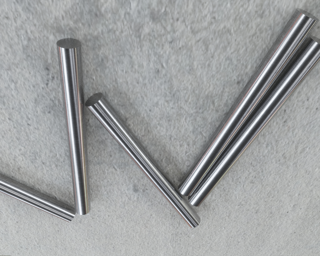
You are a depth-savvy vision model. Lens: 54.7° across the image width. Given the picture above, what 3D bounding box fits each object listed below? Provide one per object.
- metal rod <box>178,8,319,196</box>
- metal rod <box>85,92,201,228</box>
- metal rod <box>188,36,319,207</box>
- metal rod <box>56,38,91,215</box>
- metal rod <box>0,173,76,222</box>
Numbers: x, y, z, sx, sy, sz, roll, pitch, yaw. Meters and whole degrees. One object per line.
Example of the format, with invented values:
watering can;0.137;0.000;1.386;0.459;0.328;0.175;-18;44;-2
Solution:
metal rod;0.095;-0.008;0.401;0.025;0.025;0.298;16;128;-14
metal rod;-0.010;0.065;0.462;0.025;0.025;0.300;-22;127;17
metal rod;0.114;0.013;0.420;0.025;0.025;0.298;17;128;-15
metal rod;-0.113;0.023;0.424;0.025;0.025;0.298;4;130;-4
metal rod;-0.261;0.072;0.464;0.301;0.025;0.025;35;121;-27
